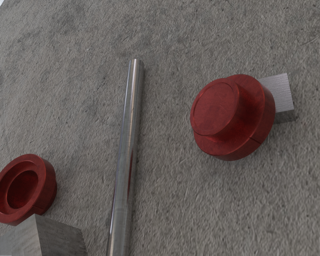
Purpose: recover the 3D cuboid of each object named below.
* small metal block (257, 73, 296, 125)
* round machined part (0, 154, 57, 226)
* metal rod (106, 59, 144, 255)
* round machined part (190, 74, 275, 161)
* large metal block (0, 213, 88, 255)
[{"bbox_3d":[0.125,-0.031,0.357,0.050,0.025,0.050,-11,57,22],"label":"small metal block"},{"bbox_3d":[-0.186,0.089,0.436,0.098,0.042,0.098,-13,56,21],"label":"round machined part"},{"bbox_3d":[-0.042,0.030,0.407,0.025,0.025,0.299,-11,57,22],"label":"metal rod"},{"bbox_3d":[0.072,-0.016,0.342,0.098,0.042,0.098,-31,46,39],"label":"round machined part"},{"bbox_3d":[-0.140,0.150,0.351,0.080,0.080,0.050,-35,51,5],"label":"large metal block"}]
